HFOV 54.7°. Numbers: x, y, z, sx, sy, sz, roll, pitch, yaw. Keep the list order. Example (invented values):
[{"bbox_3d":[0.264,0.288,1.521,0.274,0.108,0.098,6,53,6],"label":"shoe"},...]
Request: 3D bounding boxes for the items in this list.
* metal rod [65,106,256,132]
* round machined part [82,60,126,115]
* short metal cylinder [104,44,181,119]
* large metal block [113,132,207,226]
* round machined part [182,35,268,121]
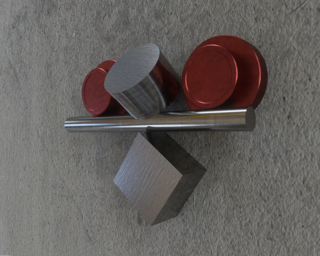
[{"bbox_3d":[-0.026,-0.007,0.400,0.300,0.025,0.025,-1,90,40],"label":"metal rod"},{"bbox_3d":[-0.079,-0.052,0.459,0.098,0.042,0.097,0,90,40],"label":"round machined part"},{"bbox_3d":[-0.021,-0.058,0.384,0.080,0.050,0.080,-23,42,23],"label":"short metal cylinder"},{"bbox_3d":[-0.002,0.060,0.389,0.080,0.050,0.080,43,116,31],"label":"large metal block"},{"bbox_3d":[0.063,-0.054,0.343,0.098,0.042,0.097,0,90,40],"label":"round machined part"}]
